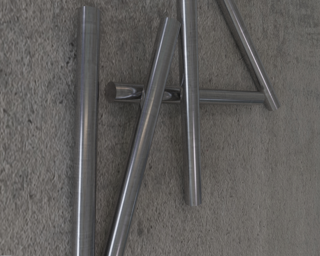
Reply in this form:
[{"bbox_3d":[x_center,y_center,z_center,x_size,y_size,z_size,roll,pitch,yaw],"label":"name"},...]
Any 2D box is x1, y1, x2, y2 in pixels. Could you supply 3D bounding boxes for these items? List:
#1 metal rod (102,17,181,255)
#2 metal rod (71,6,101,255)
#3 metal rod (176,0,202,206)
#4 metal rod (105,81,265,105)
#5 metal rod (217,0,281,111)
[{"bbox_3d":[-0.023,0.020,0.361,0.025,0.025,0.298,15,88,-39],"label":"metal rod"},{"bbox_3d":[-0.081,0.021,0.336,0.025,0.025,0.298,2,89,-40],"label":"metal rod"},{"bbox_3d":[0.039,-0.037,0.404,0.025,0.025,0.298,-17,111,-39],"label":"metal rod"},{"bbox_3d":[0.059,-0.047,0.453,0.302,0.025,0.025,-3,92,-40],"label":"metal rod"},{"bbox_3d":[0.139,-0.152,0.520,0.025,0.025,0.299,-49,119,-29],"label":"metal rod"}]
